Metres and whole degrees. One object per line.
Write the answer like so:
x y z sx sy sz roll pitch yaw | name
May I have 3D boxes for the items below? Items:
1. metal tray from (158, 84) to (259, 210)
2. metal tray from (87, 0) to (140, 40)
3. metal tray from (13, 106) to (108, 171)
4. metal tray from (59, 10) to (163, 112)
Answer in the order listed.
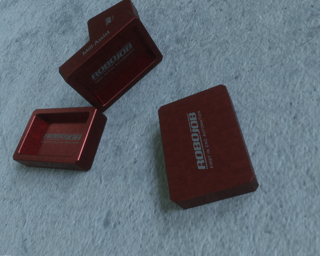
0.051 0.019 0.361 0.090 0.030 0.130 -19 54 16 | metal tray
-0.075 -0.159 0.536 0.090 0.030 0.130 -25 53 12 | metal tray
-0.151 0.015 0.468 0.130 0.030 0.090 0 61 27 | metal tray
-0.068 -0.094 0.453 0.130 0.090 0.030 -42 51 -1 | metal tray
